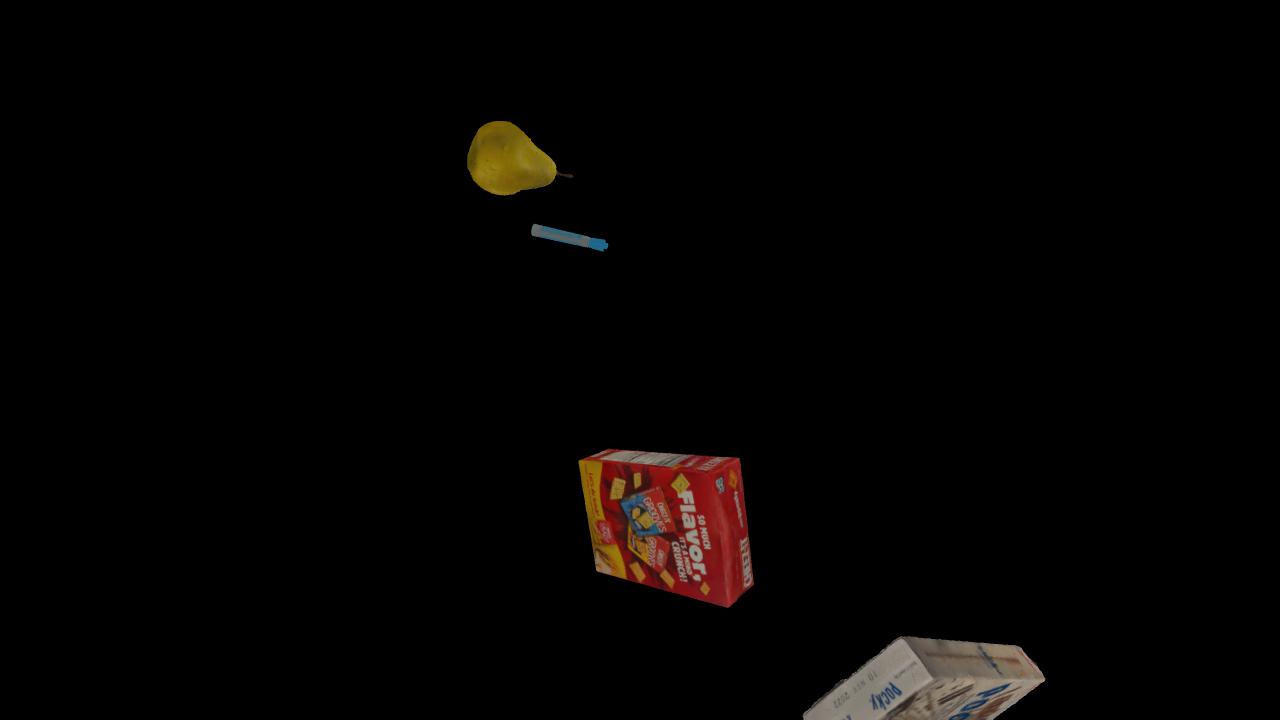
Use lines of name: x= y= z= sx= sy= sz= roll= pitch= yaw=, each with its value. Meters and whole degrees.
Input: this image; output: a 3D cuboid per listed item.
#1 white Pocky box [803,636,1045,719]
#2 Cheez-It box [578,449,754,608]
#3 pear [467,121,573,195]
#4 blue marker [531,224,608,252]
white Pocky box: x=0.176 y=0.204 z=0.373 sx=0.154 sy=0.084 sz=0.028 roll=22 pitch=25 yaw=-35
Cheez-It box: x=0.029 y=0.206 z=0.796 sx=0.223 sy=0.166 sz=0.071 roll=-3 pitch=8 yaw=41
pear: x=-0.133 y=-0.218 z=0.690 sx=0.111 sy=0.080 sz=0.080 roll=13 pitch=-7 yaw=-30
blue marker: x=-0.108 y=-0.189 z=0.955 sx=0.121 sy=0.020 sz=0.020 roll=14 pitch=1 yaw=4
